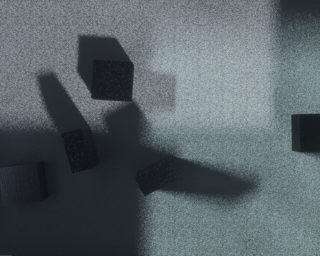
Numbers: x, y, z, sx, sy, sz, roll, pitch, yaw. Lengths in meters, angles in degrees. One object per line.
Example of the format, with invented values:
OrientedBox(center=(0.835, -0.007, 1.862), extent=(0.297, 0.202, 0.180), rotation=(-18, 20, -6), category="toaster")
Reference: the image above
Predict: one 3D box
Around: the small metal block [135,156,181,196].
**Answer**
OrientedBox(center=(-0.002, 0.060, 0.399), extent=(0.050, 0.050, 0.025), rotation=(-27, 90, 0), category="small metal block")

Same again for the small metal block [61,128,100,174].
OrientedBox(center=(-0.100, 0.027, 0.398), extent=(0.025, 0.050, 0.050), rotation=(-15, 90, 0), category="small metal block")

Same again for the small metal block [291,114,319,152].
OrientedBox(center=(0.207, 0.006, 0.414), extent=(0.050, 0.025, 0.050), rotation=(-1, 90, -1), category="small metal block")

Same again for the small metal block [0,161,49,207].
OrientedBox(center=(-0.180, 0.073, 0.409), extent=(0.050, 0.025, 0.050), rotation=(-8, 90, -1), category="small metal block")

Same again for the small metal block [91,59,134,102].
OrientedBox(center=(-0.062, -0.062, 0.411), extent=(0.050, 0.025, 0.050), rotation=(4, 90, -1), category="small metal block")
